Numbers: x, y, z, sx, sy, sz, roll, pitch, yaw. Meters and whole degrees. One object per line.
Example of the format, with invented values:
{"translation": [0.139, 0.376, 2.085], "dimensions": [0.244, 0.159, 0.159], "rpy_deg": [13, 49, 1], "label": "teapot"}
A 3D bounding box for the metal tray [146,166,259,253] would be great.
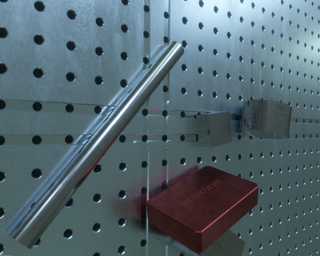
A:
{"translation": [0.058, 0.100, 0.413], "dimensions": [0.131, 0.090, 0.030], "rpy_deg": [-22, 118, -39], "label": "metal tray"}

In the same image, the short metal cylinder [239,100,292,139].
{"translation": [0.179, -0.013, 0.526], "dimensions": [0.081, 0.080, 0.050], "rpy_deg": [16, 80, -39], "label": "short metal cylinder"}

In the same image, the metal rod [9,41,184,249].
{"translation": [-0.056, -0.001, 0.363], "dimensions": [0.025, 0.025, 0.301], "rpy_deg": [51, 60, -28], "label": "metal rod"}

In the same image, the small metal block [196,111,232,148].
{"translation": [0.085, 0.001, 0.483], "dimensions": [0.050, 0.025, 0.050], "rpy_deg": [-10, 96, -40], "label": "small metal block"}

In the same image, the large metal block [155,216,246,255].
{"translation": [0.055, 0.154, 0.423], "dimensions": [0.080, 0.080, 0.050], "rpy_deg": [43, 64, -32], "label": "large metal block"}
